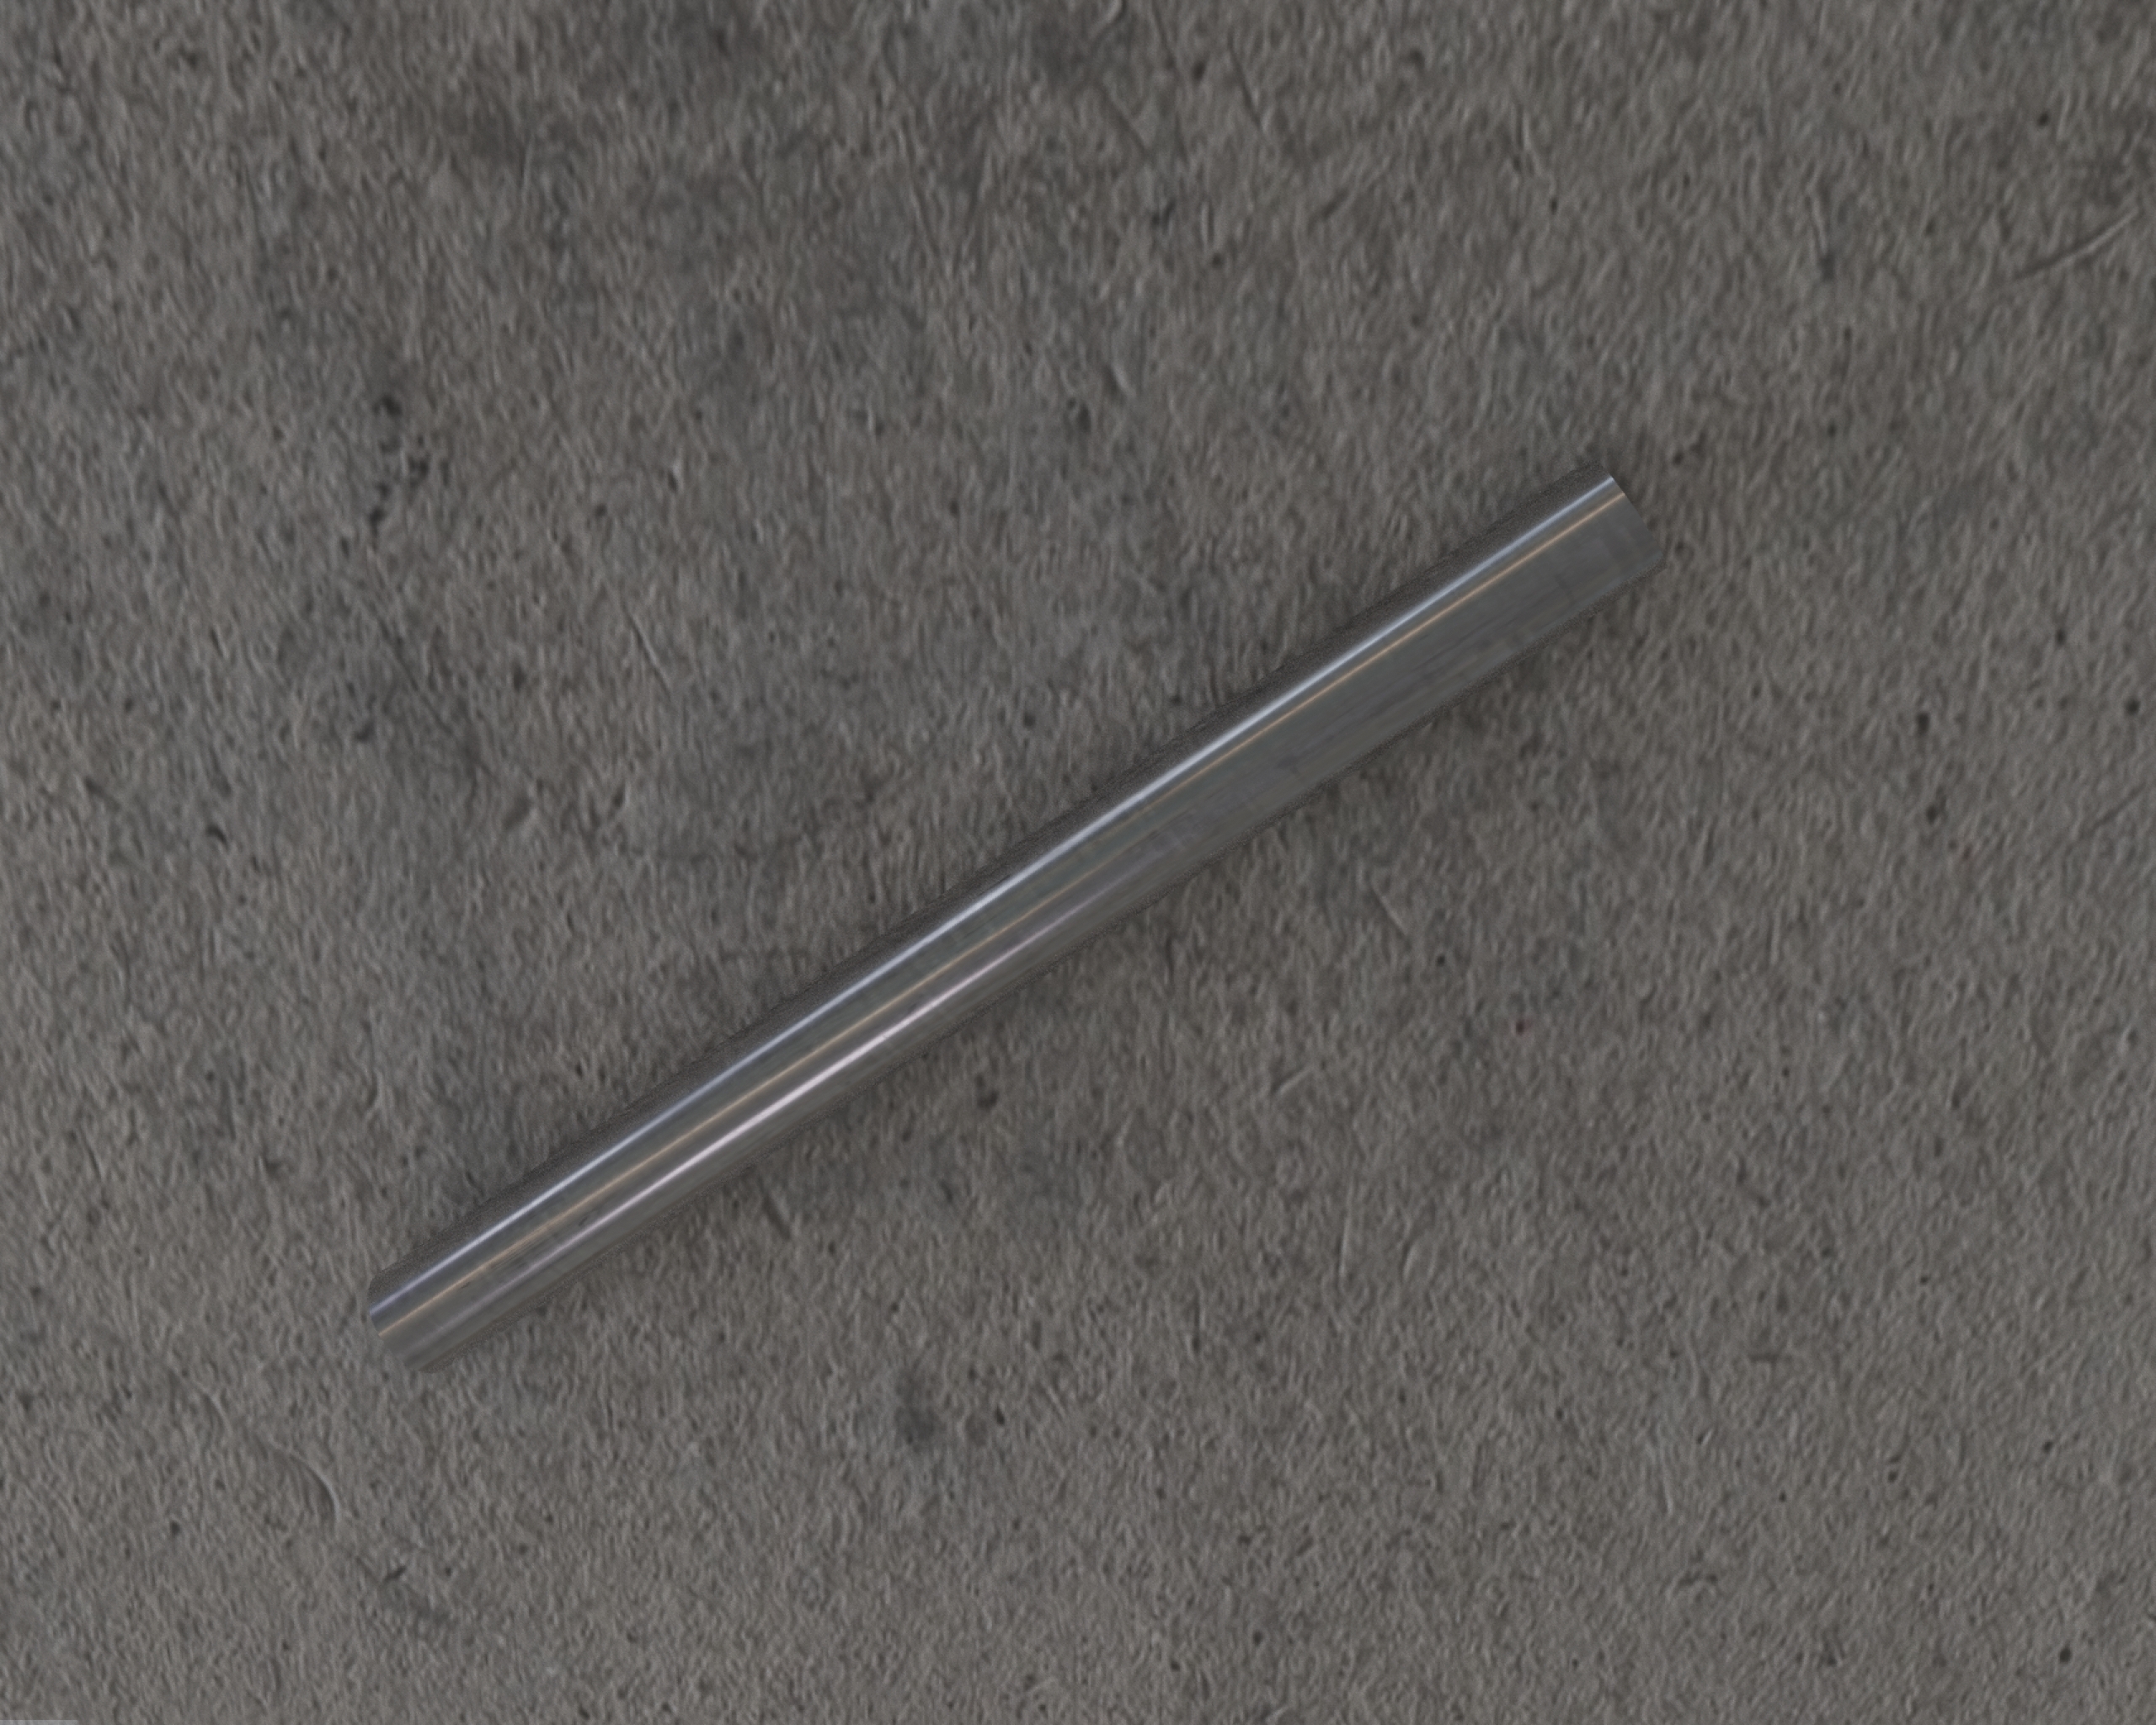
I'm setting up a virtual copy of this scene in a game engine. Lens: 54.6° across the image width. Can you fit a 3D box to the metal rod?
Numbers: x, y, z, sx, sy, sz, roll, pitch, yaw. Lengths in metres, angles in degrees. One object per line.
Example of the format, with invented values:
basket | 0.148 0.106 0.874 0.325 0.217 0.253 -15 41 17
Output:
metal rod | -0.020 0.016 0.417 0.300 0.025 0.025 -34 107 11
